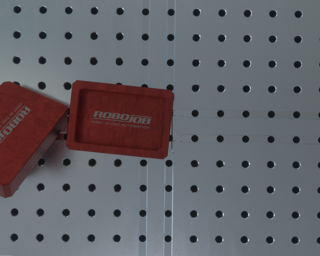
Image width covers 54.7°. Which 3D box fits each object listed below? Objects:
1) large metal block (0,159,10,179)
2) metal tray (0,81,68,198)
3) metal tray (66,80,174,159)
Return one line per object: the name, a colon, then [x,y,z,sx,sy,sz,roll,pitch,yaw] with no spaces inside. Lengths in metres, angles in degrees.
large metal block: [-0.239,0.072,0.384,0.080,0.080,0.050,-33,91,0]
metal tray: [-0.182,0.008,0.370,0.090,0.030,0.130,24,48,0]
metal tray: [-0.051,-0.011,0.410,0.131,0.030,0.089,6,90,0]
